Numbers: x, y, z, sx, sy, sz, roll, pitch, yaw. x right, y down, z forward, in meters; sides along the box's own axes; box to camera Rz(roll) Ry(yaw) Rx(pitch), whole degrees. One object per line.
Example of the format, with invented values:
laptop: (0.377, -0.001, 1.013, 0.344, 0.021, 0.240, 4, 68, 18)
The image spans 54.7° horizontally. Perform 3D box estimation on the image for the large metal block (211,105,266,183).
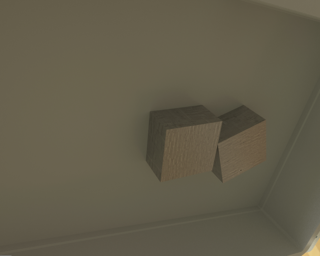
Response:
large metal block: (0.111, 0.024, 0.467, 0.080, 0.050, 0.080, -25, 128, -13)

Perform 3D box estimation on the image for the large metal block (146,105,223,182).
large metal block: (0.030, 0.019, 0.421, 0.081, 0.050, 0.079, -9, 122, -24)
